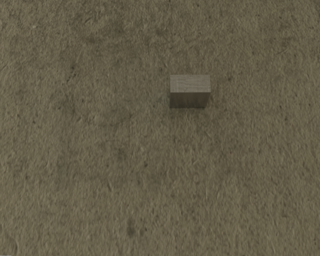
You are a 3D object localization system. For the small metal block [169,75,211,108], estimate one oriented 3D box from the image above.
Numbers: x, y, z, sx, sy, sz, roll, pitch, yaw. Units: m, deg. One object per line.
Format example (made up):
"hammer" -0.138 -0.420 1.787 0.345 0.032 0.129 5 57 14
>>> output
"small metal block" 0.038 -0.048 0.413 0.050 0.050 0.025 0 70 0
